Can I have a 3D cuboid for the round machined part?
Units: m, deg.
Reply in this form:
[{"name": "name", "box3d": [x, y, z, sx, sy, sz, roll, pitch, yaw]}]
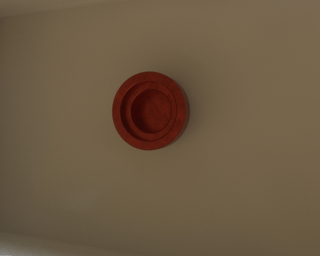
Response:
[{"name": "round machined part", "box3d": [-0.009, -0.021, 0.402, 0.098, 0.042, 0.097, 0, 90, 20]}]
